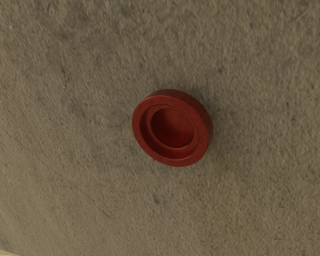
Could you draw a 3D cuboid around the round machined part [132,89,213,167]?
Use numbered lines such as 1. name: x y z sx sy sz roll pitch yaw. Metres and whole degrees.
1. round machined part: 0.018 -0.004 0.383 0.098 0.042 0.097 13 124 20
